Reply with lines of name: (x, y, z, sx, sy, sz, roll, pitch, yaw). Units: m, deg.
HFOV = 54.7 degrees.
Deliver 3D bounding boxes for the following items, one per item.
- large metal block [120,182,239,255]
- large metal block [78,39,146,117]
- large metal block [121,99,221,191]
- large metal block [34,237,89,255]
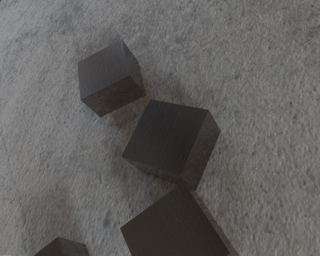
large metal block: (0.020, 0.115, 0.306, 0.080, 0.050, 0.080, -37, 51, 3)
large metal block: (-0.075, -0.075, 0.471, 0.080, 0.050, 0.080, -24, 53, 13)
large metal block: (0.015, 0.018, 0.368, 0.080, 0.050, 0.080, 14, 69, 33)
large metal block: (-0.114, 0.181, 0.335, 0.080, 0.050, 0.080, -38, 51, 2)
